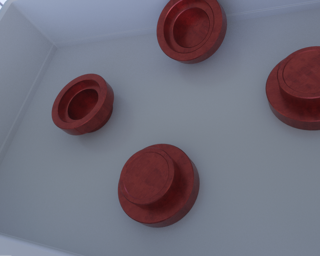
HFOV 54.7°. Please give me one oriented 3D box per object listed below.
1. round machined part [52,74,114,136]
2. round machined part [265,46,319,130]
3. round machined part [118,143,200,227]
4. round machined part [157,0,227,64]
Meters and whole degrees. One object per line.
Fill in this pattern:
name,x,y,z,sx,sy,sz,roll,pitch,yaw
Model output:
round machined part,-0.112,-0.031,0.473,0.098,0.042,0.098,-13,56,21
round machined part,0.166,-0.050,0.338,0.098,0.042,0.098,-13,56,21
round machined part,-0.007,0.062,0.361,0.098,0.042,0.098,-13,56,21
round machined part,0.048,-0.139,0.439,0.098,0.042,0.097,-1,88,30
